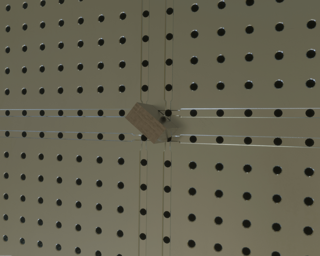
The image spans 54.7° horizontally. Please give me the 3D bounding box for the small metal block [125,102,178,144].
[{"bbox_3d":[-0.010,-0.006,0.402,0.050,0.050,0.025,42,103,15],"label":"small metal block"}]
